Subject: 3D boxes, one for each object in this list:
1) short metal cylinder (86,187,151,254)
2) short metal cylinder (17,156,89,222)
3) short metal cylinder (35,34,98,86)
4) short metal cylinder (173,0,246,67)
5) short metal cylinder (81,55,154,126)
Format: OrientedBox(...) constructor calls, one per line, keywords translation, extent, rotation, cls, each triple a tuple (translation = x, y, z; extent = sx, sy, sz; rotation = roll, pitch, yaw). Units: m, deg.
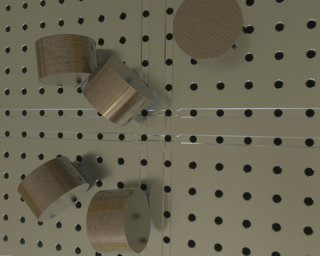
OrientedBox(translation=(-0.051, 0.119, 0.400), extent=(0.050, 0.080, 0.080), rotation=(-9, 87, 19), cls="short metal cylinder")
OrientedBox(translation=(-0.148, 0.085, 0.434), extent=(0.080, 0.080, 0.050), rotation=(-45, 77, 14), cls="short metal cylinder")
OrientedBox(translation=(-0.127, -0.091, 0.427), extent=(0.080, 0.080, 0.050), rotation=(-8, 88, 19), cls="short metal cylinder")
OrientedBox(translation=(0.062, -0.119, 0.377), extent=(0.080, 0.050, 0.079), rotation=(0, 90, 19), cls="short metal cylinder")
OrientedBox(translation=(-0.054, -0.048, 0.401), extent=(0.050, 0.080, 0.080), rotation=(-44, 77, 15), cls="short metal cylinder")
